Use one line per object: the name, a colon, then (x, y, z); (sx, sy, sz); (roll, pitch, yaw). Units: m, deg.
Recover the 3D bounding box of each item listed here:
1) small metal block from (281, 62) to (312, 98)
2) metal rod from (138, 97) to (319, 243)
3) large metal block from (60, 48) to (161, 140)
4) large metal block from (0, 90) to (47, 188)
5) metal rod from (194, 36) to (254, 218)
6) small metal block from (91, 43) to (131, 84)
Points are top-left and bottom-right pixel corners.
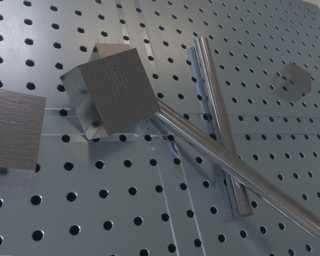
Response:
small metal block: (0.268, -0.095, 0.610); (0.050, 0.025, 0.050); (27, 52, -11)
metal rod: (0.089, 0.044, 0.400); (0.300, 0.025, 0.025); (37, 51, 8)
large metal block: (-0.057, -0.041, 0.368); (0.081, 0.050, 0.080); (-29, 102, -37)
large metal block: (-0.161, 0.009, 0.300); (0.081, 0.050, 0.080); (10, 58, -23)
metal rod: (0.089, -0.019, 0.466); (0.025, 0.025, 0.299); (6, 59, -25)
small metal block: (-0.062, -0.089, 0.429); (0.050, 0.025, 0.050); (-7, 65, -31)
